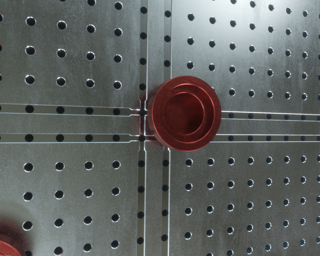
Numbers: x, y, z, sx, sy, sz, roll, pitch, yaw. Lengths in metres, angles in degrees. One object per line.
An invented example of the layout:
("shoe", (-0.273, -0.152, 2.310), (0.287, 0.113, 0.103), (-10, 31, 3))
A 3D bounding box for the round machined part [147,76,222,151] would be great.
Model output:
("round machined part", (0.029, -0.019, 0.416), (0.099, 0.042, 0.097), (0, 90, -21))

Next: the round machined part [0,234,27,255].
("round machined part", (-0.193, 0.160, 0.333), (0.099, 0.042, 0.097), (0, 90, -21))
